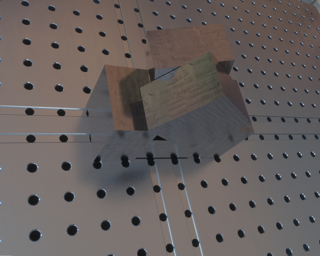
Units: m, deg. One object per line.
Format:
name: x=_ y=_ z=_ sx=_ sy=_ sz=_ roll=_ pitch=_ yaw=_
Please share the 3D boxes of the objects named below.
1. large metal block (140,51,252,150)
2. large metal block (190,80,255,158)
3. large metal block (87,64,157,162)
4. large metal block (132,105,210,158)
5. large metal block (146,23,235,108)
large metal block: x=0.039 y=-0.023 z=0.323 sx=0.080 sy=0.080 sz=0.050 roll=30 pitch=42 yaw=-54
large metal block: x=0.071 y=-0.012 z=0.420 sx=0.050 sy=0.080 sz=0.080 roll=4 pitch=60 yaw=-27
large metal block: x=-0.046 y=-0.014 z=0.358 sx=0.050 sy=0.080 sz=0.080 roll=2 pitch=61 yaw=-28
large metal block: x=0.007 y=-0.008 z=0.400 sx=0.081 sy=0.050 sz=0.080 roll=3 pitch=61 yaw=-27
large metal block: x=0.028 y=-0.066 z=0.348 sx=0.081 sy=0.080 sz=0.050 roll=-8 pitch=64 yaw=-7
